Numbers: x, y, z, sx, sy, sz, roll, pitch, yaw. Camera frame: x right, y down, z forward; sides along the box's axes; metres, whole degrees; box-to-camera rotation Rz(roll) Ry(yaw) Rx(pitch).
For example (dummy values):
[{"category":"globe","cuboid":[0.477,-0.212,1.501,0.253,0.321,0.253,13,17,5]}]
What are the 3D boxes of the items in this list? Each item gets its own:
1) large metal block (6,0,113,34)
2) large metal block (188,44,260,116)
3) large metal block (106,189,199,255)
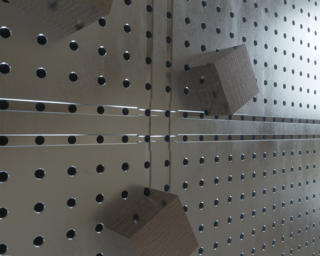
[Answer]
[{"category":"large metal block","cuboid":[-0.096,-0.139,0.292,0.080,0.080,0.050,20,77,-38]},{"category":"large metal block","cuboid":[0.100,-0.073,0.475,0.080,0.050,0.080,-36,112,-34]},{"category":"large metal block","cuboid":[-0.007,0.136,0.386,0.080,0.050,0.080,-34,111,-34]}]
